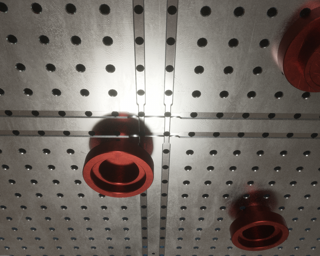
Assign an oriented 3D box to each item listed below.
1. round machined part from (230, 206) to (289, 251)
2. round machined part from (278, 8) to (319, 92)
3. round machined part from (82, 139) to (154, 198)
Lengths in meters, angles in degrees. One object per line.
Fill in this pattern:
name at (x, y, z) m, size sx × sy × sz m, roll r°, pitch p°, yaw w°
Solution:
round machined part at (0.174, 0.176, 0.553) m, size 0.099 × 0.042 × 0.097 m, roll -1°, pitch 130°, yaw 0°
round machined part at (0.185, -0.079, 0.336) m, size 0.099 × 0.042 × 0.097 m, roll -1°, pitch 130°, yaw 0°
round machined part at (-0.058, 0.054, 0.446) m, size 0.099 × 0.042 × 0.097 m, roll -1°, pitch 130°, yaw 0°
